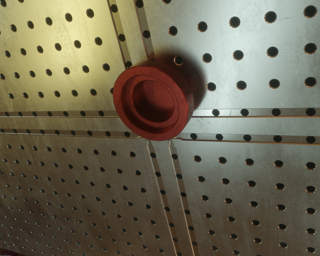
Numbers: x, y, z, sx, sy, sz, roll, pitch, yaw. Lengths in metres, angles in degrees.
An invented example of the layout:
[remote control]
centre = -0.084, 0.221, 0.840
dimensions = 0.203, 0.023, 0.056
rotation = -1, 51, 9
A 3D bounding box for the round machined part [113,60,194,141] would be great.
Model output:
[round machined part]
centre = -0.004, -0.036, 0.379
dimensions = 0.098, 0.042, 0.097
rotation = 13, 124, 20
